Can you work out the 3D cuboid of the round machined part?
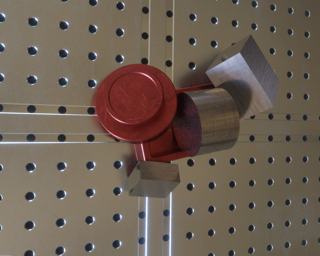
[{"bbox_3d":[-0.029,-0.032,0.369,0.099,0.042,0.098,-1,76,3],"label":"round machined part"}]

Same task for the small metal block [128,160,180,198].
[{"bbox_3d":[-0.009,0.066,0.390,0.050,0.050,0.025,8,53,-19],"label":"small metal block"}]

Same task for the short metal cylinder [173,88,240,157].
[{"bbox_3d":[0.054,-0.008,0.386,0.050,0.080,0.079,-10,94,-21],"label":"short metal cylinder"}]

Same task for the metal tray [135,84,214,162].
[{"bbox_3d":[0.029,-0.007,0.418,0.131,0.030,0.089,-12,94,-20],"label":"metal tray"}]

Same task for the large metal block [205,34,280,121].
[{"bbox_3d":[0.114,-0.068,0.417,0.080,0.050,0.080,53,38,-13],"label":"large metal block"}]
